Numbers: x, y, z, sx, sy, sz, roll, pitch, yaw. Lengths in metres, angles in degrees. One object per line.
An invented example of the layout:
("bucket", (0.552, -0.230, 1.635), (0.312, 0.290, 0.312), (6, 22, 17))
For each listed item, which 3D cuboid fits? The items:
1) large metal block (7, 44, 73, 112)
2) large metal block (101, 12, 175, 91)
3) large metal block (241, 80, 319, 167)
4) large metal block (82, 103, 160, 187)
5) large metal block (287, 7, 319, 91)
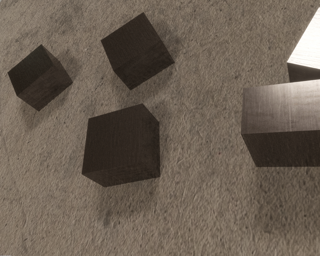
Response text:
("large metal block", (-0.214, -0.090, 0.553), (0.080, 0.050, 0.080), (-40, 51, 0))
("large metal block", (-0.035, -0.118, 0.477), (0.080, 0.050, 0.080), (-31, 52, 7))
("large metal block", (0.129, 0.000, 0.301), (0.080, 0.080, 0.050), (-4, 60, 26))
("large metal block", (-0.047, 0.024, 0.397), (0.080, 0.050, 0.080), (-14, 56, 20))
("large metal block", (0.196, -0.077, 0.333), (0.080, 0.050, 0.080), (24, 75, 36))
